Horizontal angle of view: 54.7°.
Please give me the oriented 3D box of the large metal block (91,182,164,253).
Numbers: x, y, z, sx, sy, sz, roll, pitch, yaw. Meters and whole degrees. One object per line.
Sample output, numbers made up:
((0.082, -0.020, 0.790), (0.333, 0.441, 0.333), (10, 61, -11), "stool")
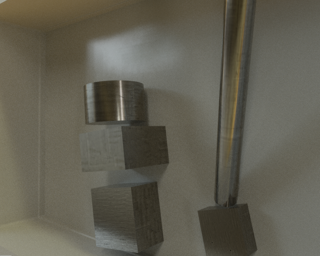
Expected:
((-0.046, 0.119, 0.426), (0.080, 0.050, 0.080), (-11, 83, 39), "large metal block")

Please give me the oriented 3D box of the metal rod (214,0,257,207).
((0.066, -0.050, 0.274), (0.025, 0.025, 0.298), (22, 128, 37), "metal rod")

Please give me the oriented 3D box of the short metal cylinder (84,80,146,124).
((-0.061, -0.032, 0.419), (0.080, 0.081, 0.050), (-5, 87, 39), "short metal cylinder")

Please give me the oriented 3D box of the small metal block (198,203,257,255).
((0.074, 0.113, 0.344), (0.050, 0.025, 0.050), (-17, 80, 38), "small metal block")

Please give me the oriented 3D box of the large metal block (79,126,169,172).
((-0.047, 0.027, 0.407), (0.080, 0.081, 0.050), (-10, 84, 39), "large metal block")
